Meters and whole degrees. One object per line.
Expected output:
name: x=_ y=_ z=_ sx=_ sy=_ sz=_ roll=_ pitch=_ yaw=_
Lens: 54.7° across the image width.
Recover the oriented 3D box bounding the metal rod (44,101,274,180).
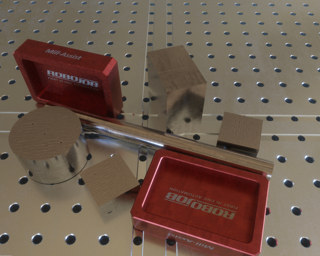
metal rod: x=-0.012 y=0.013 z=0.396 sx=0.301 sy=0.025 sz=0.025 roll=15 pitch=52 yaw=12

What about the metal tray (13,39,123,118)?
metal tray: x=-0.119 y=-0.062 z=0.415 sx=0.131 sy=0.090 sz=0.030 roll=14 pitch=52 yaw=12

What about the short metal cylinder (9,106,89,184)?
short metal cylinder: x=-0.131 y=0.020 z=0.373 sx=0.080 sy=0.050 sz=0.080 roll=0 pitch=50 yaw=0

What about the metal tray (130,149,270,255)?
metal tray: x=0.045 y=0.080 z=0.336 sx=0.131 sy=0.030 sz=0.090 roll=14 pitch=52 yaw=11

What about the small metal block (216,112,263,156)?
small metal block: x=0.102 y=0.010 z=0.399 sx=0.050 sy=0.025 sz=0.050 roll=13 pitch=51 yaw=11

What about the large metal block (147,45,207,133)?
large metal block: x=0.020 y=-0.051 z=0.417 sx=0.050 sy=0.080 sz=0.080 roll=-14 pitch=52 yaw=-12

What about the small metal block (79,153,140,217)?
small metal block: x=-0.057 y=0.064 z=0.354 sx=0.050 sy=0.025 sz=0.050 roll=-26 pitch=55 yaw=-20
